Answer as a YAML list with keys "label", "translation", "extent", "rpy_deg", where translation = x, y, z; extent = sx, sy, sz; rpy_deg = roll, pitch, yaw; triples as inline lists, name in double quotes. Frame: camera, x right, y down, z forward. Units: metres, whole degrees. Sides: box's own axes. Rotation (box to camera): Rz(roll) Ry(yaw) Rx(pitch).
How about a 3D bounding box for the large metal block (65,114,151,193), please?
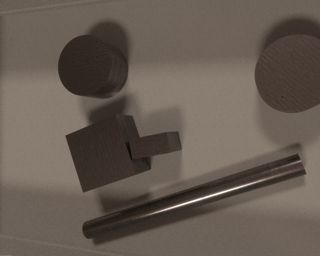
- label: "large metal block"
  translation: [-0.070, 0.034, 0.421]
  extent: [0.080, 0.050, 0.080]
  rpy_deg: [-21, 83, 18]

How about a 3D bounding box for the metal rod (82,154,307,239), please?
- label: "metal rod"
  translation: [0.029, 0.094, 0.399]
  extent: [0.300, 0.025, 0.025]
  rpy_deg: [-22, 83, 18]

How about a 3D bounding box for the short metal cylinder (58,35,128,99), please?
- label: "short metal cylinder"
  translation: [-0.091, -0.082, 0.428]
  extent: [0.080, 0.050, 0.079]
  rpy_deg: [0, 90, 19]

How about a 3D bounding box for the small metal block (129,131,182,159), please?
- label: "small metal block"
  translation: [-0.005, 0.022, 0.398]
  extent: [0.050, 0.050, 0.025]
  rpy_deg: [-12, 86, 19]

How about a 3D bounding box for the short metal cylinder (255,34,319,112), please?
- label: "short metal cylinder"
  translation: [0.149, -0.057, 0.345]
  extent: [0.080, 0.050, 0.079]
  rpy_deg: [0, 90, 19]
